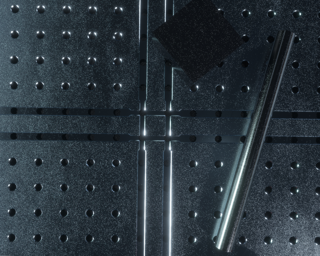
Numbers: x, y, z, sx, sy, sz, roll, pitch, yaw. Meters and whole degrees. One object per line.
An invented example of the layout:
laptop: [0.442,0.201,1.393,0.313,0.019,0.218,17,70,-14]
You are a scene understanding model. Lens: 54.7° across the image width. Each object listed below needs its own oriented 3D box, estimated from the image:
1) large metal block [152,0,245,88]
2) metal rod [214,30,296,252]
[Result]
large metal block: [0.047,-0.110,0.401,0.080,0.050,0.080,-39,91,0]
metal rod: [0.127,0.017,0.415,0.025,0.025,0.298,16,90,-1]
